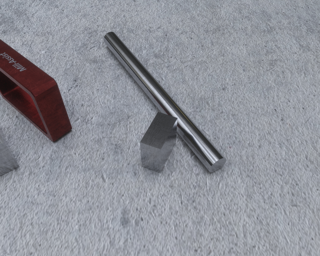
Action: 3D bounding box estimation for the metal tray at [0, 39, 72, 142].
[{"bbox_3d":[-0.174,-0.050,0.400,0.130,0.089,0.030,34,58,25],"label":"metal tray"}]

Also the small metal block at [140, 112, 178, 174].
[{"bbox_3d":[-0.001,0.018,0.372,0.025,0.050,0.050,18,52,14],"label":"small metal block"}]

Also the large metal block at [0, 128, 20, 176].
[{"bbox_3d":[-0.227,0.024,0.364,0.081,0.050,0.080,-29,56,-22],"label":"large metal block"}]

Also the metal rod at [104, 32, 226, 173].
[{"bbox_3d":[-0.008,-0.055,0.448,0.025,0.025,0.300,-24,54,-19],"label":"metal rod"}]
